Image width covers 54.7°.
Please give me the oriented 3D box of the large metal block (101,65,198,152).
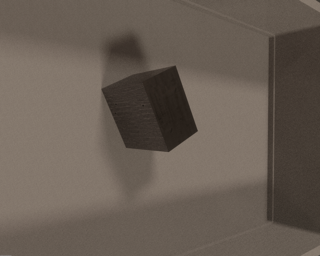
[{"bbox_3d":[-0.013,-0.021,0.362,0.050,0.080,0.080,-33,111,-35],"label":"large metal block"}]
